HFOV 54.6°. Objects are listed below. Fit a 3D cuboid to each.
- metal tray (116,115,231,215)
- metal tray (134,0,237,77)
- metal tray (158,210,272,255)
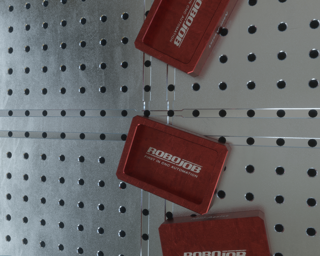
[{"bbox_3d":[0.015,0.044,0.404,0.130,0.030,0.090,19,96,19],"label":"metal tray"},{"bbox_3d":[0.035,-0.143,0.397,0.090,0.030,0.129,30,100,17],"label":"metal tray"},{"bbox_3d":[0.070,0.156,0.386,0.130,0.030,0.090,-11,86,19],"label":"metal tray"}]
